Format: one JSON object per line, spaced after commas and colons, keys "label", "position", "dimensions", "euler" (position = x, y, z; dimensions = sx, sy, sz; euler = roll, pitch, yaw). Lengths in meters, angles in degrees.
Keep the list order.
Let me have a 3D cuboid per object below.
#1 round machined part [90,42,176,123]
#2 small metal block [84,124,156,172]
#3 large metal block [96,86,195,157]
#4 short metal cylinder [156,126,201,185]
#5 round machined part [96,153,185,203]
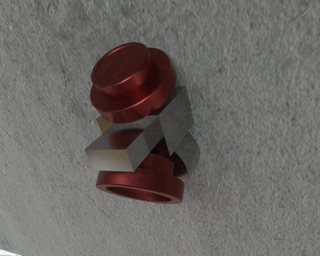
{"label": "round machined part", "position": [-0.035, -0.056, 0.339], "dimensions": [0.098, 0.098, 0.042], "euler": [-2, 142, 29]}
{"label": "small metal block", "position": [-0.040, 0.020, 0.319], "dimensions": [0.050, 0.050, 0.025], "euler": [-2, 117, 29]}
{"label": "large metal block", "position": [-0.014, -0.009, 0.372], "dimensions": [0.080, 0.080, 0.050], "euler": [-2, 118, 29]}
{"label": "short metal cylinder", "position": [0.008, 0.040, 0.413], "dimensions": [0.080, 0.050, 0.079], "euler": [13, 124, 20]}
{"label": "round machined part", "position": [-0.020, 0.056, 0.356], "dimensions": [0.099, 0.042, 0.098], "euler": [9, 159, 4]}
